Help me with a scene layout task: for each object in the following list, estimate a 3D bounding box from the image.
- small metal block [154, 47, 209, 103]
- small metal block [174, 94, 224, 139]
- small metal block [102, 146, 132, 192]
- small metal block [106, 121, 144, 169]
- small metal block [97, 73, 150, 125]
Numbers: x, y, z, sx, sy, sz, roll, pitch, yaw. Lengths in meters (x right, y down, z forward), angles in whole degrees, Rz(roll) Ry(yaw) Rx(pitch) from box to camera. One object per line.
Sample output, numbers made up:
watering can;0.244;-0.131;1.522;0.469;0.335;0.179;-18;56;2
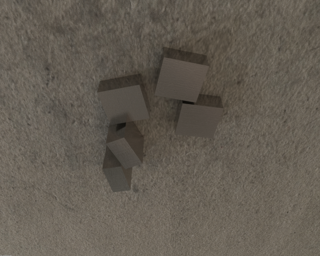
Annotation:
small metal block;0.023;-0.060;0.356;0.050;0.025;0.050;9;130;-9
small metal block;0.048;-0.016;0.395;0.050;0.025;0.050;6;130;-6
small metal block;-0.058;0.054;0.436;0.025;0.050;0.050;-8;130;6
small metal block;-0.044;0.016;0.404;0.025;0.050;0.050;-19;128;15
small metal block;-0.043;-0.034;0.377;0.050;0.025;0.050;-10;130;7
